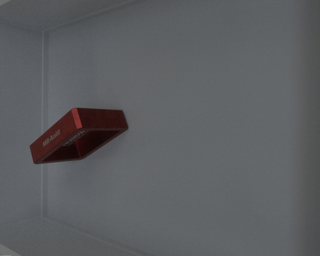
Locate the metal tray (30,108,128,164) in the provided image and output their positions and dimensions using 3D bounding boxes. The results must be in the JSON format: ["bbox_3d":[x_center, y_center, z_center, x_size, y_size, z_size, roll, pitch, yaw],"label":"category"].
[{"bbox_3d":[-0.123,0.014,0.467,0.130,0.091,0.030,-32,70,35],"label":"metal tray"}]
